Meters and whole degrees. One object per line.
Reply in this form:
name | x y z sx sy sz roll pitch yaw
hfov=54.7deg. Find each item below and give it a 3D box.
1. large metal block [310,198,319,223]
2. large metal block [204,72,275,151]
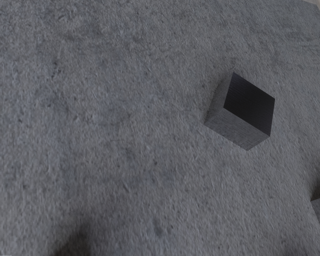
large metal block | 0.287 0.138 0.462 0.081 0.050 0.080 1 62 -28
large metal block | 0.122 -0.025 0.471 0.080 0.050 0.080 31 52 -9
